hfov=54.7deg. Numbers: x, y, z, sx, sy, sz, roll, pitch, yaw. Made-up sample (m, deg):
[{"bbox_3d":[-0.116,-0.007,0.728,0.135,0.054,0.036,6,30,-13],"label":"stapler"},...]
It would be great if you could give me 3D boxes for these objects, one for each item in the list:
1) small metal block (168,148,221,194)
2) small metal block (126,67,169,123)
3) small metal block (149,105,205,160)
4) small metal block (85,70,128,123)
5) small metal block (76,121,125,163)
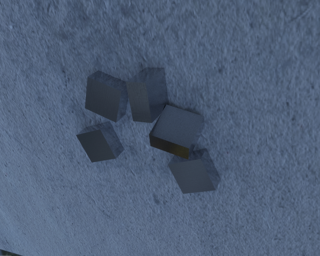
[{"bbox_3d":[0.047,0.059,0.418,0.050,0.025,0.050,-15,111,34],"label":"small metal block"},{"bbox_3d":[-0.013,-0.040,0.371,0.025,0.050,0.050,6,121,25],"label":"small metal block"},{"bbox_3d":[0.021,0.004,0.377,0.050,0.050,0.025,19,147,16],"label":"small metal block"},{"bbox_3d":[-0.071,-0.042,0.416,0.050,0.025,0.050,24,127,12],"label":"small metal block"},{"bbox_3d":[-0.089,0.022,0.465,0.050,0.025,0.050,-12,112,33],"label":"small metal block"}]
